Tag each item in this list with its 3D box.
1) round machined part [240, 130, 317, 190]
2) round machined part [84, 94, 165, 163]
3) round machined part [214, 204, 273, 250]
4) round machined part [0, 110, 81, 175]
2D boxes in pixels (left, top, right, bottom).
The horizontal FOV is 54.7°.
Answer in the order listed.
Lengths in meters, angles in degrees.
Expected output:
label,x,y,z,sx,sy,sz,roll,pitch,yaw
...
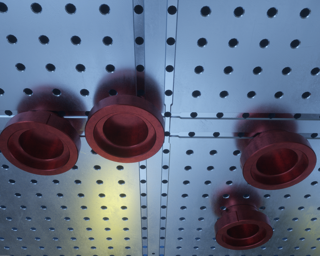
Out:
label,x,y,z,sx,sy,sz,roll,pitch,yaw
round machined part,0.162,0.041,0.438,0.099,0.042,0.097,-1,130,0
round machined part,-0.043,-0.003,0.397,0.099,0.042,0.097,-1,130,0
round machined part,0.145,0.173,0.550,0.099,0.042,0.097,-1,130,0
round machined part,-0.154,0.015,0.411,0.099,0.042,0.097,-1,130,0
